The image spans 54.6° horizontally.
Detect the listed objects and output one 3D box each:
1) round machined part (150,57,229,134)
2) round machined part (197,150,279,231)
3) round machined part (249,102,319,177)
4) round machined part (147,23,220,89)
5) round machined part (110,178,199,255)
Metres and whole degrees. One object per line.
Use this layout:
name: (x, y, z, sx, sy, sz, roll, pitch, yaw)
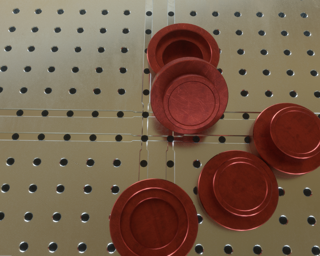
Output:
round machined part: (0.037, -0.036, 0.388, 0.099, 0.042, 0.097, -1, 113, -2)
round machined part: (0.095, 0.073, 0.376, 0.099, 0.042, 0.098, 0, 70, 0)
round machined part: (0.170, 0.011, 0.400, 0.099, 0.042, 0.098, 0, 70, 0)
round machined part: (0.032, -0.095, 0.438, 0.099, 0.042, 0.098, 0, 70, 0)
round machined part: (-0.007, 0.111, 0.362, 0.099, 0.042, 0.098, 0, 70, 0)
